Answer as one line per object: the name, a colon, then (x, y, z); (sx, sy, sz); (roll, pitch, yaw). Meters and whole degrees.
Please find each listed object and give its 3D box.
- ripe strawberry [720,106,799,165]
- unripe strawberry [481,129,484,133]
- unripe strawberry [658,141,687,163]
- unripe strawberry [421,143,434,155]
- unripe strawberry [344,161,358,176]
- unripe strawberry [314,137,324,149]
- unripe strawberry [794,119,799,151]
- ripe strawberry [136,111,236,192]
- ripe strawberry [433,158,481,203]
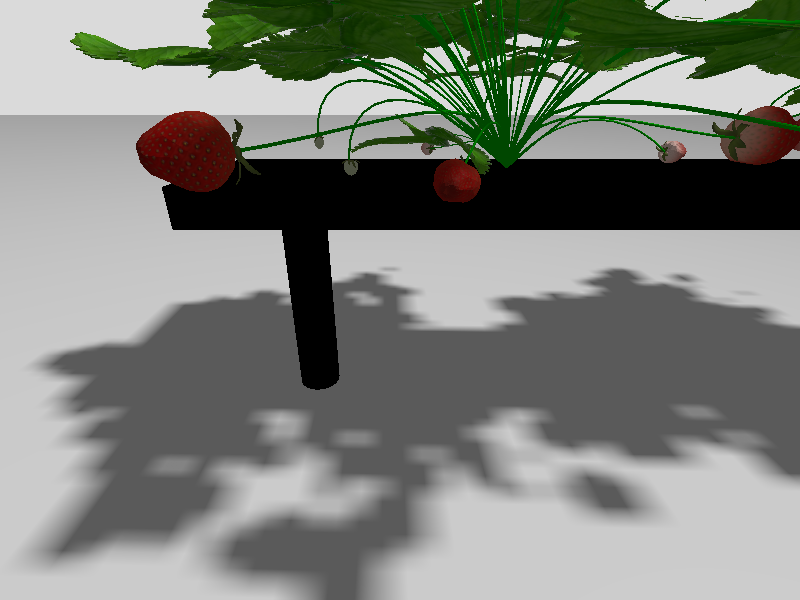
ripe strawberry: (0.301, -0.136, 0.332); (0.052, 0.045, 0.052); (0, 26, -2)
unripe strawberry: (0.116, -0.244, 0.586); (0.015, 0.017, 0.017); (2, -36, 5)
unripe strawberry: (0.239, -0.129, 0.351); (0.019, 0.019, 0.021); (-2, 26, -8)
unripe strawberry: (0.028, -0.156, 0.410); (0.013, 0.014, 0.014); (-18, 31, -32)
unripe strawberry: (-0.033, -0.090, 0.272); (0.010, 0.010, 0.009); (-13, 29, -25)
unripe strawberry: (-0.083, -0.161, 0.410); (0.010, 0.011, 0.011); (13, 29, 24)
unripe strawberry: (0.448, -0.184, 0.441); (0.033, 0.038, 0.036); (-18, 31, -32)
ripe strawberry: (-0.123, -0.085, 0.231); (0.050, 0.043, 0.050); (-13, 29, -23)
ripe strawberry: (0.029, -0.061, 0.208); (0.025, 0.021, 0.025); (11, 39, 21)
